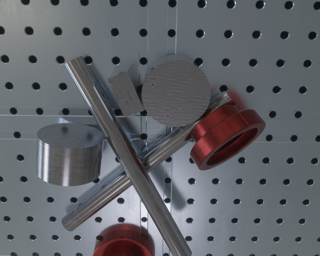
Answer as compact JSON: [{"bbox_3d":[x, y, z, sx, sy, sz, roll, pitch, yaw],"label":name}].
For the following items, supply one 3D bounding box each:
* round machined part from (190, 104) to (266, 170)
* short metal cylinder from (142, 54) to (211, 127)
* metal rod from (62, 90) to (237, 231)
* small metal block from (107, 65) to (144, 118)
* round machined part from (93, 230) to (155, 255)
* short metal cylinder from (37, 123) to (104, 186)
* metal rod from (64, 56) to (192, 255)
[{"bbox_3d":[0.079,0.008,0.389,0.098,0.098,0.042,-39,66,13],"label":"round machined part"},{"bbox_3d":[0.019,-0.047,0.382,0.080,0.050,0.079,0,111,0],"label":"short metal cylinder"},{"bbox_3d":[-0.023,0.053,0.432,0.300,0.025,0.025,-39,106,13],"label":"metal rod"},{"bbox_3d":[-0.039,-0.047,0.382,0.025,0.050,0.050,-20,109,7],"label":"small metal block"},{"bbox_3d":[-0.057,0.213,0.482,0.099,0.042,0.097,0,110,0],"label":"round machined part"},{"bbox_3d":[-0.114,0.031,0.394,0.081,0.080,0.050,8,110,-3],"label":"short metal cylinder"},{"bbox_3d":[-0.037,0.047,0.405,0.025,0.025,0.299,-27,99,9],"label":"metal rod"}]
